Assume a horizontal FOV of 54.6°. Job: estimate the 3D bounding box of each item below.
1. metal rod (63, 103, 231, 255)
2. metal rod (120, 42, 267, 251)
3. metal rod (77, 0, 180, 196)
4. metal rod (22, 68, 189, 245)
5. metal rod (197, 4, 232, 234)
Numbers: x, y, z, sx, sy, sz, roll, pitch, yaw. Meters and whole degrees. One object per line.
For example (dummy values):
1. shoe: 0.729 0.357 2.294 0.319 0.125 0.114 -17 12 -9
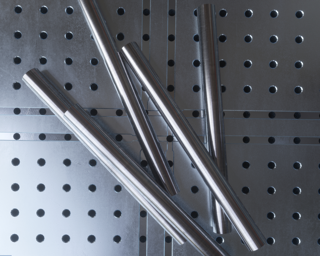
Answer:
1. metal rod: -0.006 0.084 0.391 0.025 0.025 0.300 -45 91 0
2. metal rod: 0.038 0.018 0.395 0.025 0.025 0.299 -33 83 0
3. metal rod: -0.044 -0.049 0.413 0.025 0.025 0.299 -24 90 0
4. metal rod: -0.069 0.038 0.412 0.025 0.025 0.300 -44 90 0
5. metal rod: 0.072 -0.012 0.413 0.025 0.025 0.298 -4 90 0
